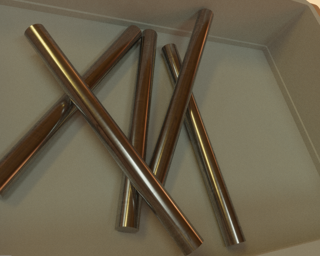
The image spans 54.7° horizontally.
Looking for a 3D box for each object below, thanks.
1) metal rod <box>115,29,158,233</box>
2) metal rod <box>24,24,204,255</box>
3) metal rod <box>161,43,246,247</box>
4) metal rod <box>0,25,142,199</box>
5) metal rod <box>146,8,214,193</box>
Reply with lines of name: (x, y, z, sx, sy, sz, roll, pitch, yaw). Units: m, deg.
metal rod: (-0.025, -0.020, 0.403, 0.025, 0.025, 0.300, 17, 55, -19)
metal rod: (-0.056, 0.005, 0.338, 0.025, 0.025, 0.300, -31, 79, -38)
metal rod: (0.052, 0.007, 0.429, 0.025, 0.025, 0.299, -2, 63, -29)
metal rod: (-0.098, -0.044, 0.379, 0.025, 0.025, 0.301, 35, 51, -6)
metal rod: (0.033, -0.055, 0.427, 0.025, 0.025, 0.300, 25, 62, -13)
